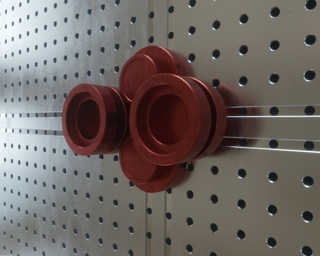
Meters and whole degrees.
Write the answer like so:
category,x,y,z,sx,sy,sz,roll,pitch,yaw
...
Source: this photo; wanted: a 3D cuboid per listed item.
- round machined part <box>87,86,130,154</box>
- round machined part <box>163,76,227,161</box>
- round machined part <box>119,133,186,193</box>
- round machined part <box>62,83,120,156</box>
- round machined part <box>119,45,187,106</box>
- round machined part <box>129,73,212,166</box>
category,x,y,z,sx,sy,sz,roll,pitch,yaw
round machined part,-0.068,-0.011,0.455,0.098,0.042,0.097,0,90,40
round machined part,0.036,-0.010,0.369,0.098,0.042,0.097,0,90,40
round machined part,-0.016,0.038,0.412,0.098,0.042,0.097,0,90,40
round machined part,-0.091,-0.012,0.432,0.098,0.042,0.097,0,90,40
round machined part,-0.016,-0.061,0.412,0.098,0.042,0.097,0,90,40
round machined part,0.015,-0.009,0.344,0.098,0.042,0.097,0,90,40
